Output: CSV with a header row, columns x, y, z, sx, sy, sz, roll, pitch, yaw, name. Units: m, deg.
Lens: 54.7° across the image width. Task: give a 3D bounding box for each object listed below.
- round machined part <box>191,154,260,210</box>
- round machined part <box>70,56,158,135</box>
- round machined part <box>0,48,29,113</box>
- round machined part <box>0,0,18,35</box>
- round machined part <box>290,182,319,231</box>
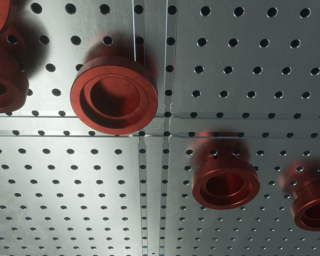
x,y,z,sx,sy,sz,roll,pitch,yaw,name
0.097,0.078,0.468,0.099,0.042,0.097,-1,130,0,round machined part
-0.052,-0.041,0.365,0.099,0.042,0.097,-1,130,0,round machined part
-0.193,-0.057,0.334,0.099,0.042,0.098,1,154,1,round machined part
-0.181,-0.127,0.281,0.099,0.042,0.097,-2,118,-4,round machined part
0.266,0.126,0.512,0.099,0.042,0.097,-1,130,0,round machined part
